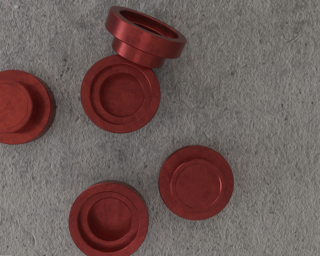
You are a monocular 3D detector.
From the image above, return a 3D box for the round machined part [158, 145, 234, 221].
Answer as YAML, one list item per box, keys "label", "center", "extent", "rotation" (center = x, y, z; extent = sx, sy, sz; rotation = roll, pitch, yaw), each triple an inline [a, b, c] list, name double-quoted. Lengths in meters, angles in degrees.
- label: "round machined part"
  center: [0.047, 0.072, 0.402]
  extent: [0.099, 0.042, 0.097]
  rotation: [0, 90, 0]

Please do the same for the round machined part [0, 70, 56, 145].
- label: "round machined part"
  center: [-0.190, -0.027, 0.400]
  extent: [0.099, 0.042, 0.097]
  rotation: [0, 90, 0]

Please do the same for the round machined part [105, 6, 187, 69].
- label: "round machined part"
  center: [-0.020, -0.108, 0.379]
  extent: [0.098, 0.098, 0.042]
  rotation: [26, 117, 0]

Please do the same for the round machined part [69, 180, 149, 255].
- label: "round machined part"
  center: [-0.063, 0.116, 0.401]
  extent: [0.099, 0.042, 0.097]
  rotation: [0, 90, 0]

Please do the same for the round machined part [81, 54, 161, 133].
- label: "round machined part"
  center: [-0.048, -0.042, 0.401]
  extent: [0.099, 0.042, 0.097]
  rotation: [0, 91, 0]
